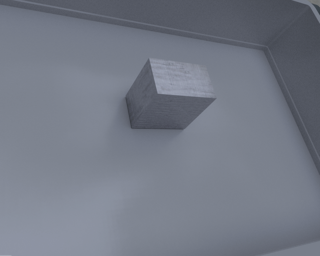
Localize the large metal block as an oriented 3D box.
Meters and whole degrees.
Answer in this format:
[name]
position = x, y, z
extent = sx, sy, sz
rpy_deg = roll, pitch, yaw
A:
[large metal block]
position = 0.011, -0.040, 0.397
extent = 0.081, 0.080, 0.050
rpy_deg = 1, 61, -28
